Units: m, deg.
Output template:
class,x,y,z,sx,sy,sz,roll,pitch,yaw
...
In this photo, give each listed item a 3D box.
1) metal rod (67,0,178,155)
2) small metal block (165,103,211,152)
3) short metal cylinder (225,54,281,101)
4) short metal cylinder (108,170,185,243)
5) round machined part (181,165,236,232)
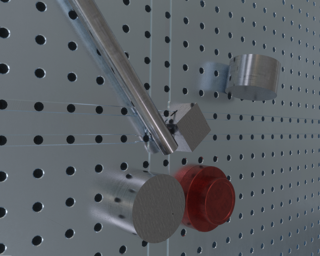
class,x,y,z,sx,sy,sz,roll,pitch,yaw
metal rod,-0.057,-0.089,0.361,0.025,0.025,0.299,-45,117,-30
small metal block,0.040,-0.001,0.444,0.050,0.025,0.050,-45,117,-30
short metal cylinder,0.149,-0.079,0.499,0.081,0.080,0.050,17,79,-39
short metal cylinder,-0.015,0.094,0.381,0.081,0.050,0.079,0,90,-40
round machined part,0.075,0.106,0.462,0.099,0.042,0.097,0,90,-40
